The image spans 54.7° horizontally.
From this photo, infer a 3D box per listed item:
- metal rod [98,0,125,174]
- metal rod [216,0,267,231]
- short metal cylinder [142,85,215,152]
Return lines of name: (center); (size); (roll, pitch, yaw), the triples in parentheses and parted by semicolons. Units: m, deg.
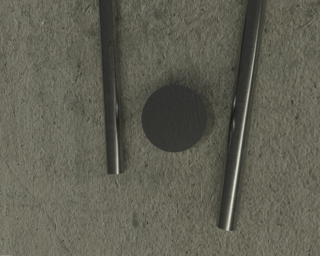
metal rod: (-0.069, -0.086, 0.433); (0.025, 0.025, 0.298); (-3, 89, 20)
metal rod: (0.099, -0.027, 0.373); (0.025, 0.025, 0.298); (8, 93, 20)
short metal cylinder: (0.024, -0.011, 0.387); (0.080, 0.050, 0.079); (0, 90, 20)
